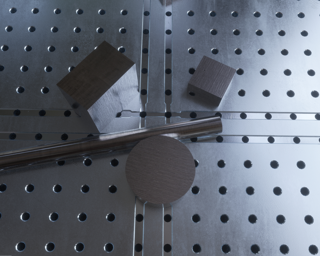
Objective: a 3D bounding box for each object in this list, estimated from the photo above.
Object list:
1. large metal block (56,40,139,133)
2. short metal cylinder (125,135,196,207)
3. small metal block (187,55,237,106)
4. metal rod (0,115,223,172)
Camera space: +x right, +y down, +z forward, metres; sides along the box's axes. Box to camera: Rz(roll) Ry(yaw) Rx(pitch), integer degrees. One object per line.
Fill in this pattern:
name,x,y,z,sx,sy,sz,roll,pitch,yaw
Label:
large metal block,-0.075,-0.050,0.400,0.050,0.080,0.080,39,74,12
short metal cylinder,0.000,0.055,0.378,0.081,0.050,0.080,0,70,0
small metal block,0.073,-0.067,0.437,0.050,0.025,0.050,27,72,9
metal rod,-0.069,0.020,0.403,0.302,0.025,0.025,-10,71,-4
